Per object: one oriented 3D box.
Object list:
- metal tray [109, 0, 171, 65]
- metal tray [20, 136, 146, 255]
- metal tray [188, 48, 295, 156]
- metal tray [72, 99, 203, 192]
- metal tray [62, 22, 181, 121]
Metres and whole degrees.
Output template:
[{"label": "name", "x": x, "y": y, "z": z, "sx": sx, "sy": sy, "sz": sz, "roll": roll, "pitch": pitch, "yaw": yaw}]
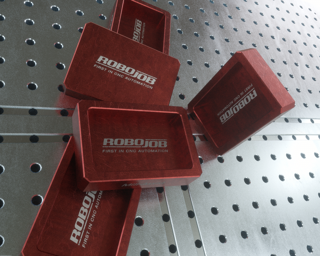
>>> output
[{"label": "metal tray", "x": -0.032, "y": -0.140, "z": 0.472, "sx": 0.091, "sy": 0.030, "sz": 0.130, "roll": 16, "pitch": 55, "yaw": -19}, {"label": "metal tray", "x": -0.071, "y": 0.080, "z": 0.317, "sx": 0.090, "sy": 0.030, "sz": 0.130, "roll": 23, "pitch": 53, "yaw": -14}, {"label": "metal tray", "x": 0.099, "y": -0.030, "z": 0.412, "sx": 0.030, "sy": 0.129, "sz": 0.090, "roll": -21, "pitch": 73, "yaw": -36}, {"label": "metal tray", "x": -0.025, "y": 0.018, "z": 0.340, "sx": 0.131, "sy": 0.030, "sz": 0.090, "roll": 2, "pitch": 61, "yaw": -27}, {"label": "metal tray", "x": -0.047, "y": -0.067, "z": 0.399, "sx": 0.131, "sy": 0.030, "sz": 0.090, "roll": 20, "pitch": 77, "yaw": -17}]
